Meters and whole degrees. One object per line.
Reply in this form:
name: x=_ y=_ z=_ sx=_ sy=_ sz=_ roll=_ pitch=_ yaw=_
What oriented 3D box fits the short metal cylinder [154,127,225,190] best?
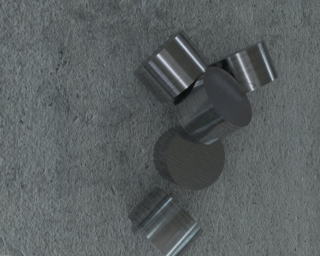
short metal cylinder: x=0.038 y=0.038 z=0.409 sx=0.081 sy=0.050 sz=0.080 roll=0 pitch=90 yaw=-20

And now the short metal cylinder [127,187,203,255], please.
short metal cylinder: x=0.006 y=0.119 z=0.382 sx=0.050 sy=0.080 sz=0.080 roll=-44 pitch=104 yaw=-14

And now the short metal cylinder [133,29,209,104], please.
short metal cylinder: x=0.013 y=-0.076 z=0.384 sx=0.080 sy=0.080 sz=0.050 roll=-47 pitch=105 yaw=-14

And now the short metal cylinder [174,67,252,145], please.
short metal cylinder: x=0.064 y=-0.026 z=0.374 sx=0.080 sy=0.050 sz=0.080 roll=23 pitch=51 yaw=-30

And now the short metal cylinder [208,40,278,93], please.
short metal cylinder: x=0.112 y=-0.079 z=0.421 sx=0.081 sy=0.080 sz=0.050 roll=-28 pitch=100 yaw=-18
